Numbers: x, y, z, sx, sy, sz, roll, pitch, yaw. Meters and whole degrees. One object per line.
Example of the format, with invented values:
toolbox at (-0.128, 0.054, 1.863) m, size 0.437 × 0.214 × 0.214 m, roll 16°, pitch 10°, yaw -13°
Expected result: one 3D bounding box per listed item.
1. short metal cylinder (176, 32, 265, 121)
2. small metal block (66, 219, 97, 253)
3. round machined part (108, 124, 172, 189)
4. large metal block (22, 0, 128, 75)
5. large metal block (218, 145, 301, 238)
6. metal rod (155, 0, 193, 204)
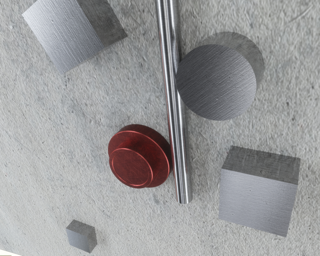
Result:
short metal cylinder at (0.063, -0.054, 0.323) m, size 0.080 × 0.050 × 0.079 m, roll 13°, pitch 124°, yaw 20°
small metal block at (-0.157, 0.217, 0.621) m, size 0.050 × 0.025 × 0.050 m, roll 13°, pitch 124°, yaw 21°
round machined part at (-0.033, 0.047, 0.441) m, size 0.098 × 0.042 × 0.097 m, roll 13°, pitch 124°, yaw 20°
large metal block at (-0.100, -0.121, 0.367) m, size 0.080 × 0.050 × 0.080 m, roll -19°, pitch 108°, yaw 35°
large metal block at (0.118, 0.075, 0.374) m, size 0.080 × 0.050 × 0.079 m, roll 10°, pitch 123°, yaw 22°
metal rod at (0.020, -0.028, 0.377) m, size 0.025 × 0.025 × 0.298 m, roll 7°, pitch 122°, yaw 24°
